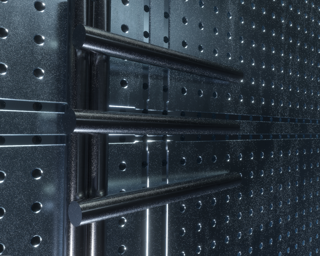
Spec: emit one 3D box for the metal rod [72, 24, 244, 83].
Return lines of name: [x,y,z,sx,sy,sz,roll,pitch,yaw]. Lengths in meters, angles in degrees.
metal rod: [0.025,-0.089,0.413,0.302,0.025,0.025,1,90,-46]

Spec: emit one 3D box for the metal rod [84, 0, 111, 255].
metal rod: [-0.071,0.001,0.351,0.025,0.025,0.298,1,89,-40]

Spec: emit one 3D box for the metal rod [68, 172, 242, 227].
metal rod: [0.022,0.085,0.411,0.302,0.025,0.025,1,90,-46]

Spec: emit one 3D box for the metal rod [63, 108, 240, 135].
metal rod: [0.018,-0.004,0.406,0.302,0.025,0.025,2,89,-46]

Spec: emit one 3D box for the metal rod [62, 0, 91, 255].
metal rod: [-0.090,0.009,0.334,0.025,0.025,0.298,1,89,-40]
